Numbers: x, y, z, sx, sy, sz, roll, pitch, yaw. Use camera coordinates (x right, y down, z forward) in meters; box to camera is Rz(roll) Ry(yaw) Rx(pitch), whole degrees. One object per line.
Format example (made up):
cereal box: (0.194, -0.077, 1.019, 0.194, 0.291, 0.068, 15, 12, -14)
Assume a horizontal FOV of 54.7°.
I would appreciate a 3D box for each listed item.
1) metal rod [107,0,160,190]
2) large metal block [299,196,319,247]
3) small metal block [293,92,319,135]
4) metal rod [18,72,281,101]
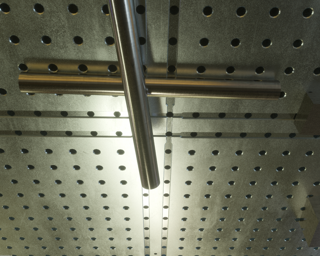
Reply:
metal rod: (-0.029, -0.053, 0.336, 0.025, 0.025, 0.298, -5, 121, 4)
large metal block: (0.297, 0.160, 0.534, 0.080, 0.050, 0.080, -5, 130, 4)
small metal block: (0.209, -0.018, 0.399, 0.050, 0.025, 0.050, 2, 130, -2)
metal rod: (-0.010, -0.049, 0.369, 0.302, 0.025, 0.025, 2, 130, -2)
